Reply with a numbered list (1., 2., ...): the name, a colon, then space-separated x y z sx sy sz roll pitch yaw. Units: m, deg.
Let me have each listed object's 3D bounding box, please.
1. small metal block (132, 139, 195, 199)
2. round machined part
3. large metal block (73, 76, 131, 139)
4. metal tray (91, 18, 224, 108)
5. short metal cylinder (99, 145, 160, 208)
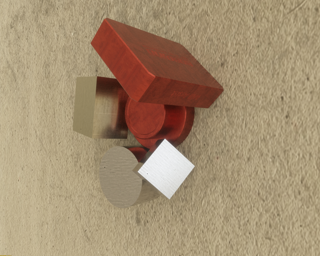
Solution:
1. small metal block: 0.004 0.048 0.371 0.050 0.050 0.025 43 163 -11
2. round machined part: -0.007 -0.020 0.400 0.098 0.042 0.097 0 90 39
3. large metal block: -0.084 -0.030 0.441 0.080 0.050 0.079 13 99 56
4. metal tray: 0.002 -0.065 0.333 0.030 0.131 0.090 -52 60 27
5. short metal cylinder: -0.036 0.063 0.418 0.080 0.050 0.079 0 90 39
